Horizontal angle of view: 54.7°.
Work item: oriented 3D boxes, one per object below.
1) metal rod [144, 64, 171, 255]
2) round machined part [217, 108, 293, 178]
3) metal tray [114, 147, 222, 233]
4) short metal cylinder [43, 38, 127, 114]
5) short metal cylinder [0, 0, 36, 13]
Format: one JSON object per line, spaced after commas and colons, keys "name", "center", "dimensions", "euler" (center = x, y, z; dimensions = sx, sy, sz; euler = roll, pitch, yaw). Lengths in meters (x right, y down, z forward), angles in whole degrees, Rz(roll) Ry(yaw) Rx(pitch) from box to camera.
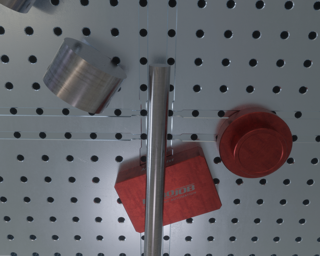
{"name": "metal rod", "center": [-0.006, 0.068, 0.405], "dimensions": [0.025, 0.025, 0.298], "euler": [2, 110, -1]}
{"name": "round machined part", "center": [0.129, 0.025, 0.415], "dimensions": [0.099, 0.042, 0.097], "euler": [0, 110, 0]}
{"name": "metal tray", "center": [0.012, 0.090, 0.444], "dimensions": [0.130, 0.030, 0.090], "euler": [-19, 109, 6]}
{"name": "short metal cylinder", "center": [-0.086, -0.061, 0.361], "dimensions": [0.080, 0.080, 0.050], "euler": [33, 107, -11]}
{"name": "short metal cylinder", "center": [-0.161, -0.167, 0.321], "dimensions": [0.080, 0.080, 0.050], "euler": [39, 106, -13]}
